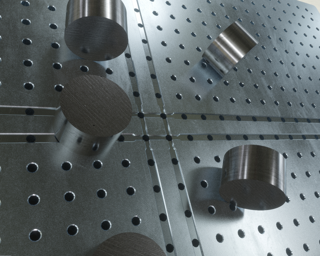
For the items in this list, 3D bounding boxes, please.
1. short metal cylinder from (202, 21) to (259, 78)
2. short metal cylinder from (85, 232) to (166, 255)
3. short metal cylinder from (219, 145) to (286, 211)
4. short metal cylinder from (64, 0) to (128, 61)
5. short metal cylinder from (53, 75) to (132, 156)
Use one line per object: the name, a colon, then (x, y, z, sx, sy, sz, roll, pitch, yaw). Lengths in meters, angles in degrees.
short metal cylinder: (0.117, -0.130, 0.518, 0.050, 0.080, 0.080, 46, 51, 4)
short metal cylinder: (-0.035, 0.143, 0.287, 0.081, 0.050, 0.080, 14, 56, -21)
short metal cylinder: (0.120, 0.065, 0.400, 0.080, 0.080, 0.050, 27, 52, -12)
short metal cylinder: (-0.084, -0.134, 0.411, 0.081, 0.080, 0.050, 8, 58, -24)
short metal cylinder: (-0.079, -0.014, 0.359, 0.081, 0.050, 0.080, 14, 56, -21)
